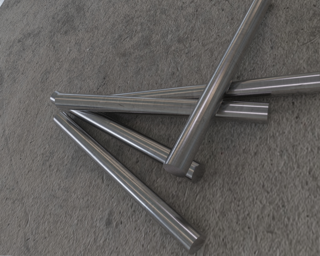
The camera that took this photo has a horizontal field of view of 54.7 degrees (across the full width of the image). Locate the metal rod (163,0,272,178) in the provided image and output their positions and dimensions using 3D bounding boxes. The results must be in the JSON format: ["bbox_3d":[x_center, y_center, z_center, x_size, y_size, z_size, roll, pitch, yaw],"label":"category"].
[{"bbox_3d":[0.082,-0.073,0.375,0.025,0.025,0.300,12,58,33],"label":"metal rod"}]

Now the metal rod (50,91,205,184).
[{"bbox_3d":[-0.066,0.000,0.438,0.300,0.025,0.025,25,75,36],"label":"metal rod"}]

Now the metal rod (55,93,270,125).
[{"bbox_3d":[-0.014,-0.029,0.410,0.301,0.025,0.025,5,64,24],"label":"metal rod"}]

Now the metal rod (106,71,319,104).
[{"bbox_3d":[0.042,-0.044,0.408,0.300,0.025,0.025,-3,61,26],"label":"metal rod"}]

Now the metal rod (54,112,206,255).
[{"bbox_3d":[-0.060,0.051,0.403,0.300,0.025,0.025,34,81,38],"label":"metal rod"}]
